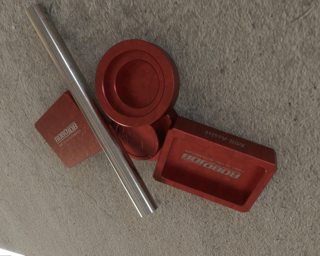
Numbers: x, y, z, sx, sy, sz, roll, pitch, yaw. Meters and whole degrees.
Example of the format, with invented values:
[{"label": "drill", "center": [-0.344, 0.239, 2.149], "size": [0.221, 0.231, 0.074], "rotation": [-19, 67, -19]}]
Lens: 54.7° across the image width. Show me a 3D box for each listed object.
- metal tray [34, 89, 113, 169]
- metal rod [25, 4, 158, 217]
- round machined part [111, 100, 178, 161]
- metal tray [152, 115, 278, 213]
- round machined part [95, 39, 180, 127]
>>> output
[{"label": "metal tray", "center": [-0.127, 0.003, 0.460], "size": [0.130, 0.030, 0.090], "rotation": [-29, 100, 46]}, {"label": "metal rod", "center": [-0.088, -0.023, 0.397], "size": [0.025, 0.025, 0.299], "rotation": [-31, 89, 38]}, {"label": "round machined part", "center": [-0.024, 0.004, 0.413], "size": [0.098, 0.042, 0.097], "rotation": [13, 124, 21]}, {"label": "metal tray", "center": [0.064, 0.047, 0.386], "size": [0.131, 0.030, 0.089], "rotation": [20, 127, 3]}, {"label": "round machined part", "center": [-0.023, -0.051, 0.364], "size": [0.098, 0.042, 0.097], "rotation": [3, 98, 21]}]
